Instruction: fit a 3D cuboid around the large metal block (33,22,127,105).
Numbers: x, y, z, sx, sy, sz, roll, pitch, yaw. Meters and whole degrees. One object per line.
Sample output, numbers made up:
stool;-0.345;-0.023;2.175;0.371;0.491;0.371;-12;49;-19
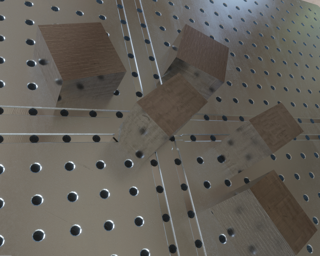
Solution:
large metal block;-0.101;-0.082;0.388;0.081;0.050;0.080;-17;71;-35

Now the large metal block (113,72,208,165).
large metal block;0.000;-0.010;0.379;0.050;0.080;0.080;47;51;4

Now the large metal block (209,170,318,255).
large metal block;0.120;0.108;0.371;0.050;0.080;0.080;-24;75;-36

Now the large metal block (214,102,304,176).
large metal block;0.137;0.016;0.436;0.081;0.080;0.050;-24;75;-36

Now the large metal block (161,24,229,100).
large metal block;0.056;-0.102;0.484;0.080;0.050;0.080;25;53;-13
